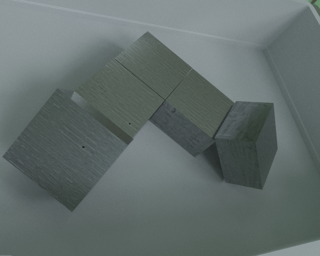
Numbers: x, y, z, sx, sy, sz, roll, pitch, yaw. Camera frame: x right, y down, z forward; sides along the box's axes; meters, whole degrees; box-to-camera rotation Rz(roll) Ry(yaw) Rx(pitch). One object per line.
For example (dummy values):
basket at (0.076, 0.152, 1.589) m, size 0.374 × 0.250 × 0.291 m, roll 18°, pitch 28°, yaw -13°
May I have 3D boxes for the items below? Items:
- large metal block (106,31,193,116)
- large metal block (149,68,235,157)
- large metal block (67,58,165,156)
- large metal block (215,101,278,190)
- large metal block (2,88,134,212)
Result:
large metal block at (-0.016, -0.073, 0.423) m, size 0.080 × 0.050 × 0.080 m, roll 39°, pitch 51°, yaw -2°
large metal block at (0.047, -0.022, 0.425) m, size 0.080 × 0.050 × 0.080 m, roll 39°, pitch 51°, yaw -2°
large metal block at (-0.055, -0.023, 0.372) m, size 0.080 × 0.050 × 0.080 m, roll 39°, pitch 51°, yaw -2°
large metal block at (0.118, 0.021, 0.411) m, size 0.080 × 0.050 × 0.080 m, roll -52°, pitch 136°, yaw -39°
large metal block at (-0.085, 0.019, 0.302) m, size 0.080 × 0.050 × 0.080 m, roll 39°, pitch 94°, yaw -2°
